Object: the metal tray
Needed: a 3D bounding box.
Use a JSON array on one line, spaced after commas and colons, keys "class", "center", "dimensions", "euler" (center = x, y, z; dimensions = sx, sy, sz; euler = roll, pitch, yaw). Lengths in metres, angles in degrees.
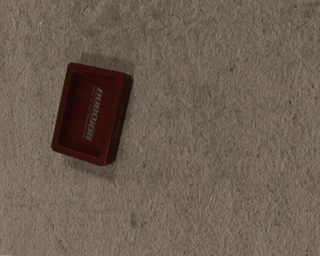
[{"class": "metal tray", "center": [-0.097, -0.020, 0.439], "dimensions": [0.090, 0.030, 0.129], "euler": [15, 95, 19]}]
